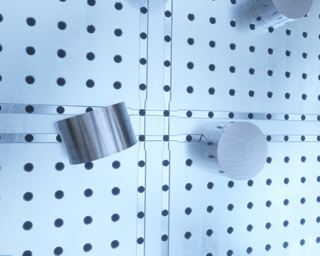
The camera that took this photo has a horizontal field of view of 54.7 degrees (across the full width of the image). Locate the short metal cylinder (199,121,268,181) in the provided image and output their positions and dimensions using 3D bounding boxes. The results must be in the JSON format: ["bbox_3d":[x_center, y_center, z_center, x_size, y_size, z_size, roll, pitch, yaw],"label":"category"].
[{"bbox_3d":[0.104,0.031,0.439,0.081,0.050,0.079,0,90,-21],"label":"short metal cylinder"}]

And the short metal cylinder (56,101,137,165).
[{"bbox_3d":[-0.072,0.004,0.357,0.081,0.080,0.050,-19,97,-19],"label":"short metal cylinder"}]

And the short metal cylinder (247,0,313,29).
[{"bbox_3d":[0.181,-0.197,0.468,0.081,0.050,0.079,0,90,-21],"label":"short metal cylinder"}]
